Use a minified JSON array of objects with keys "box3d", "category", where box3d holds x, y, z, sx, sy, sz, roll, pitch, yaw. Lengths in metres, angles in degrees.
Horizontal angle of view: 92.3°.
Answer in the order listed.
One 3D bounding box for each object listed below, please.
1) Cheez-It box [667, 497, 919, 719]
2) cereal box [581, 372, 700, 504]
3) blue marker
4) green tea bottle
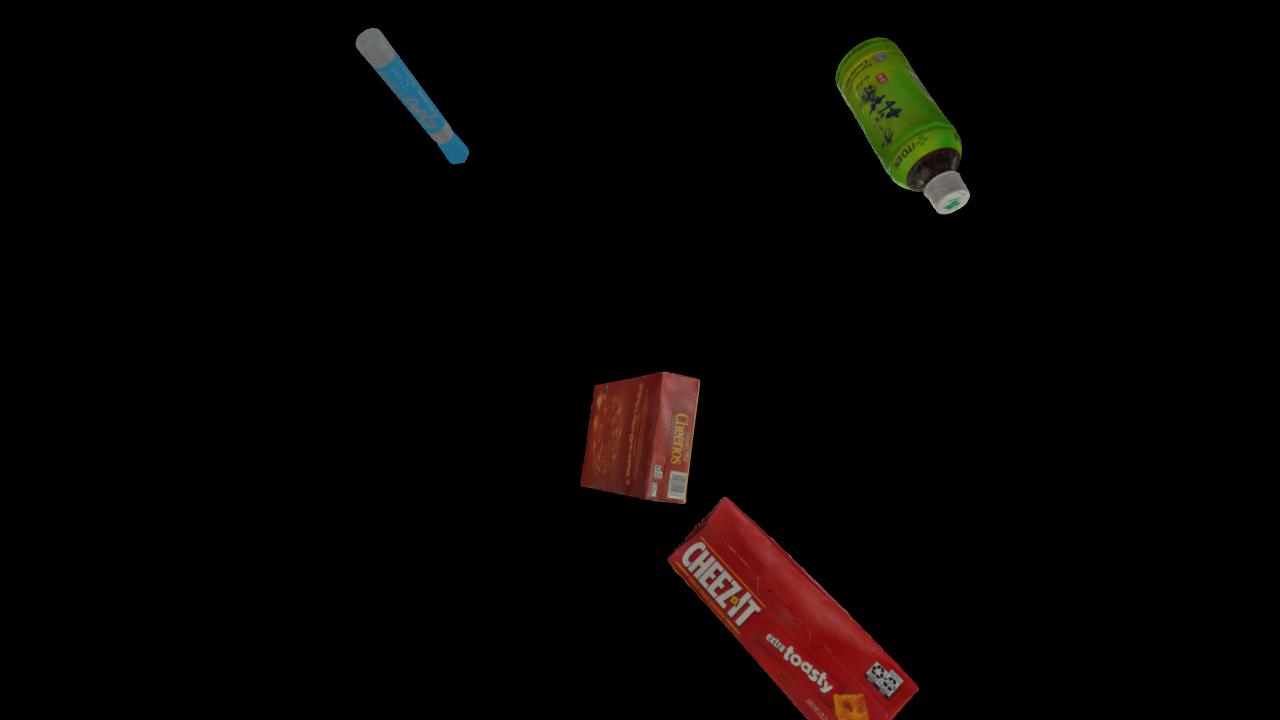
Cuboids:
[{"box3d":[0.121,0.206,0.491,0.166,0.071,0.223,42,-6,26],"category":"Cheez-It box"},{"box3d":[-0.010,0.136,1.087,0.081,0.203,0.306,12,-12,-23],"category":"cereal box"},{"box3d":[-0.157,-0.182,0.441,0.020,0.020,0.121,0,-19,14],"category":"blue marker"},{"box3d":[0.262,-0.230,0.606,0.073,0.212,0.073,-10,-33,-6],"category":"green tea bottle"}]
